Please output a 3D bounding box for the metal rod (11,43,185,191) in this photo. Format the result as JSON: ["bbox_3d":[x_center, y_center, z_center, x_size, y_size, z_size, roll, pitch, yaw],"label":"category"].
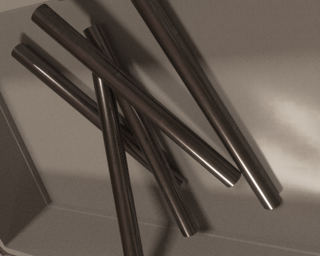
[{"bbox_3d":[-0.088,-0.015,0.443,0.300,0.025,0.025,40,129,0],"label":"metal rod"}]

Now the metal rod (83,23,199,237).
[{"bbox_3d":[-0.019,0.011,0.403,0.025,0.025,0.299,-17,103,34],"label":"metal rod"}]

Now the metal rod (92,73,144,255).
[{"bbox_3d":[-0.050,0.074,0.403,0.025,0.025,0.298,-11,89,32],"label":"metal rod"}]

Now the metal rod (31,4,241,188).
[{"bbox_3d":[-0.023,-0.034,0.365,0.300,0.025,0.025,40,129,-6],"label":"metal rod"}]

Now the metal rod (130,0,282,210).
[{"bbox_3d":[0.059,-0.026,0.360,0.025,0.025,0.299,-25,105,36],"label":"metal rod"}]
